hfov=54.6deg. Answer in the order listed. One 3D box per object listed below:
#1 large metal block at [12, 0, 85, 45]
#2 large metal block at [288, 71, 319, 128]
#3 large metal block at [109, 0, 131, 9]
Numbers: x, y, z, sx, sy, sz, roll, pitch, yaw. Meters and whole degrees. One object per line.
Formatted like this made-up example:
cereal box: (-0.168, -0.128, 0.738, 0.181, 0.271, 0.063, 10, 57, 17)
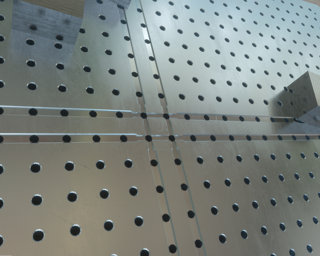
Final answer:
large metal block: (-0.147, -0.167, 0.415, 0.081, 0.050, 0.080, 10, 58, -23)
large metal block: (0.297, -0.050, 0.581, 0.080, 0.050, 0.080, 15, 56, -20)
large metal block: (-0.075, -0.255, 0.507, 0.080, 0.050, 0.080, 19, 54, -17)
